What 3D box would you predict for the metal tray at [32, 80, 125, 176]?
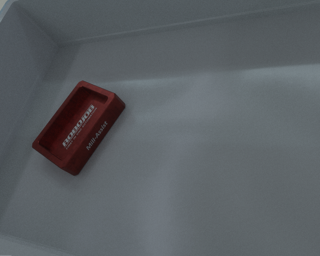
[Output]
[{"bbox_3d":[-0.124,-0.004,0.471,0.090,0.030,0.130,24,74,36],"label":"metal tray"}]
